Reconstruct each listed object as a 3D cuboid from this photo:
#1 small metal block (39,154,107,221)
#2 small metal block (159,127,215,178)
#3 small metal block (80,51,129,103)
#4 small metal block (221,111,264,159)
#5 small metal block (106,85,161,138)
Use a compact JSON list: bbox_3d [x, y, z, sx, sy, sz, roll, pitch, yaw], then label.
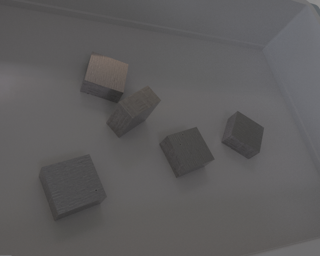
[{"bbox_3d":[-0.090,0.060,0.320,0.050,0.025,0.050,-15,69,-34],"label":"small metal block"},{"bbox_3d":[0.035,0.031,0.405,0.050,0.025,0.050,-16,70,-34],"label":"small metal block"},{"bbox_3d":[-0.072,-0.066,0.407,0.050,0.025,0.050,17,55,-19],"label":"small metal block"},{"bbox_3d":[0.125,0.010,0.466,0.050,0.025,0.050,31,52,-8],"label":"small metal block"},{"bbox_3d":[-0.033,-0.020,0.384,0.025,0.050,0.050,49,51,6],"label":"small metal block"}]
